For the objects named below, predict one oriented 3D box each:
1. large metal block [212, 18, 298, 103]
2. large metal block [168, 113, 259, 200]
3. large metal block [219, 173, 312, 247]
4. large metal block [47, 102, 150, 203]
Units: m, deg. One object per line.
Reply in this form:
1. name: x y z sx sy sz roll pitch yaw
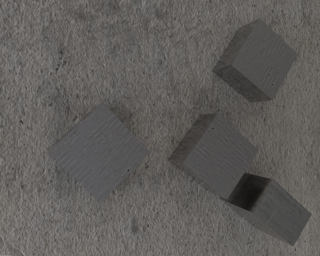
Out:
1. large metal block: 0.136 -0.094 0.446 0.080 0.050 0.080 35 79 -17
2. large metal block: 0.072 0.037 0.422 0.080 0.050 0.080 40 77 -16
3. large metal block: 0.144 0.109 0.433 0.080 0.080 0.050 40 77 -16
4. large metal block: -0.074 0.027 0.369 0.080 0.050 0.080 -46 104 -14
